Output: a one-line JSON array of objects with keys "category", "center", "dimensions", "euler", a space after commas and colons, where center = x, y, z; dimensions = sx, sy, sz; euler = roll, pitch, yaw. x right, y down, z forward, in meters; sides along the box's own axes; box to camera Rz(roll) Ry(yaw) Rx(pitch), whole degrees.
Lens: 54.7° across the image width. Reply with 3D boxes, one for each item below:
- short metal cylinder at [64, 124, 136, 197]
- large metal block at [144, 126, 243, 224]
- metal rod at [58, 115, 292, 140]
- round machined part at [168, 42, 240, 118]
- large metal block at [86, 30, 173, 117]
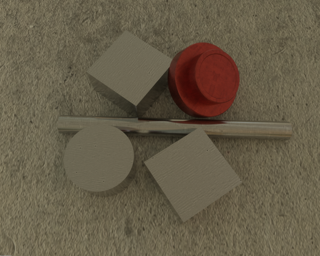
[{"category": "short metal cylinder", "center": [-0.070, 0.041, 0.380], "dimensions": [0.081, 0.050, 0.080], "euler": [0, 70, 0]}, {"category": "large metal block", "center": [0.037, 0.058, 0.375], "dimensions": [0.080, 0.050, 0.080], "euler": [-32, 73, -11]}, {"category": "metal rod", "center": [0.019, 0.000, 0.411], "dimensions": [0.302, 0.025, 0.025], "euler": [2, 70, 0]}, {"category": "round machined part", "center": [0.063, -0.063, 0.399], "dimensions": [0.099, 0.042, 0.097], "euler": [2, 85, -27]}, {"category": "large metal block", "center": [-0.037, -0.071, 0.419], "dimensions": [0.080, 0.050, 0.080], "euler": [35, 73, 11]}]
